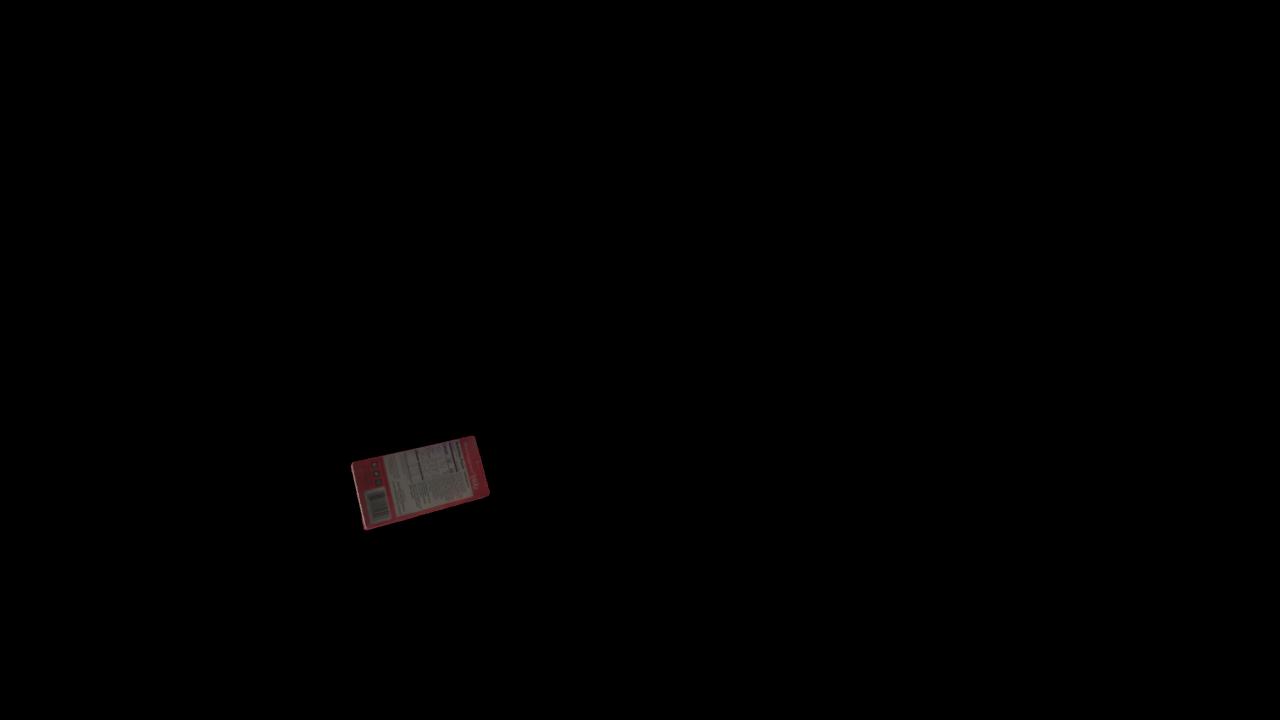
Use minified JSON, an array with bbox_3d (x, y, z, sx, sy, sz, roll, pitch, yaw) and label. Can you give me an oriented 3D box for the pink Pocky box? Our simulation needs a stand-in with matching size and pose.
[{"bbox_3d":[-0.277,0.154,0.784,0.155,0.084,0.029,-10,-15,-33],"label":"pink Pocky box"}]
